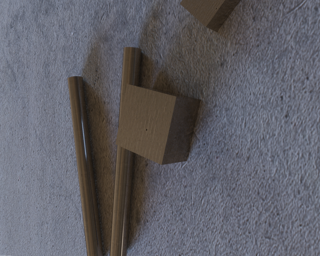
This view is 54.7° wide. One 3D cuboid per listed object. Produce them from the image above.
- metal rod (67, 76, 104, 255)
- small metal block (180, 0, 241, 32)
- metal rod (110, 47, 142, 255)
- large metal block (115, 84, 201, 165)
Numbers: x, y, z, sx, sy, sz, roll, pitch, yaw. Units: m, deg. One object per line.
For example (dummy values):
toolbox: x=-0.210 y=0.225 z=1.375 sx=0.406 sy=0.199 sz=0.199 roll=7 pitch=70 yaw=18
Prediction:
metal rod: x=-0.121 y=0.064 z=0.501 sx=0.025 sy=0.025 sz=0.298 roll=-14 pitch=81 yaw=39
small metal block: x=0.059 y=-0.148 z=0.355 sx=0.050 sy=0.025 sz=0.050 roll=52 pitch=120 yaw=27
metal rod: x=-0.050 y=0.037 z=0.443 sx=0.025 sy=0.025 sz=0.298 roll=7 pitch=95 yaw=39
large metal block: x=-0.004 y=-0.007 z=0.390 sx=0.080 sy=0.050 sz=0.079 roll=20 pitch=102 yaw=38
